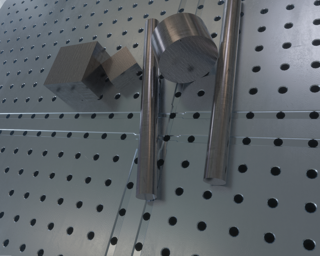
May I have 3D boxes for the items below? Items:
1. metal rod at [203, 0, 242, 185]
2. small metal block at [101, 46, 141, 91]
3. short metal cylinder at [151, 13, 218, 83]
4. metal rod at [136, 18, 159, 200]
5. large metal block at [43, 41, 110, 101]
[{"bbox_3d":[0.086,-0.072,0.407,0.025,0.025,0.299,-3,60,27],"label":"metal rod"},{"bbox_3d":[-0.061,-0.097,0.499,0.050,0.025,0.050,-35,51,5],"label":"small metal block"},{"bbox_3d":[0.032,-0.107,0.422,0.080,0.080,0.050,-25,53,13],"label":"short metal cylinder"},{"bbox_3d":[-0.014,-0.047,0.444,0.025,0.025,0.299,-13,56,21],"label":"metal rod"},{"bbox_3d":[-0.135,-0.094,0.520,0.080,0.050,0.080,0,61,28],"label":"large metal block"}]
